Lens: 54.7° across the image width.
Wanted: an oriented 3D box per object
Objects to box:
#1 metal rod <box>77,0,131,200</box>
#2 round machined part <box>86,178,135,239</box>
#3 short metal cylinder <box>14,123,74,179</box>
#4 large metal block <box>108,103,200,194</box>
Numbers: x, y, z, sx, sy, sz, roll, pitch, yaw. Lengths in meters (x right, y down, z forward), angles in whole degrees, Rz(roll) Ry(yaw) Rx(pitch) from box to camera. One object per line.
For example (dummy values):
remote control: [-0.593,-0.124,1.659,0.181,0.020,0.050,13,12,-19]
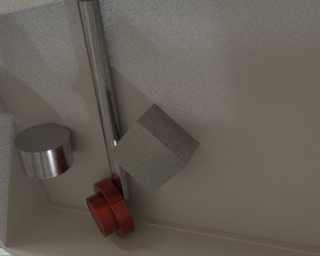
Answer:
metal rod: [-0.072,-0.019,0.432,0.025,0.025,0.298,9,122,23]
round machined part: [-0.084,0.132,0.492,0.098,0.042,0.097,45,150,36]
short metal cylinder: [-0.180,0.035,0.487,0.080,0.080,0.050,14,124,20]
large metal block: [-0.009,0.028,0.413,0.080,0.050,0.080,42,129,-1]
